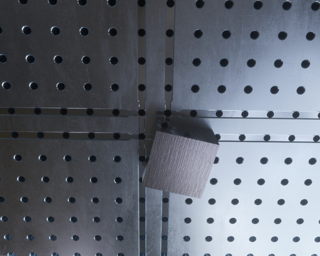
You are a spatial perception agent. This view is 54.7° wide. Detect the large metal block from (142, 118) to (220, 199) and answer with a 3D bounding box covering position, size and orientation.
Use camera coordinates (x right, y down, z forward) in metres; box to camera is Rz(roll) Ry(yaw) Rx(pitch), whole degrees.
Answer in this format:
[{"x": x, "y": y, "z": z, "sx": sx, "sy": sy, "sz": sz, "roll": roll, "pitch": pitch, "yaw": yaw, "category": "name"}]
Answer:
[{"x": 0.025, "y": 0.040, "z": 0.415, "sx": 0.081, "sy": 0.050, "sz": 0.079, "roll": 13, "pitch": 110, "yaw": -5, "category": "large metal block"}]
